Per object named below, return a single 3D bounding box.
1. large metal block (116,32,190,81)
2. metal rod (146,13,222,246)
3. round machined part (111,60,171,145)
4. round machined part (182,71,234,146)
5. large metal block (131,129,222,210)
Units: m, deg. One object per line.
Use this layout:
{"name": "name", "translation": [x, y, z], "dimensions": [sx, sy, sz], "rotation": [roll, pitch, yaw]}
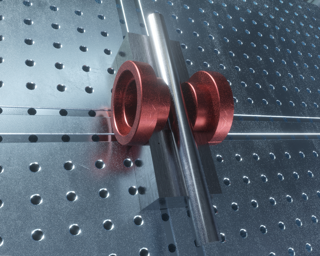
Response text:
{"name": "large metal block", "translation": [-0.011, -0.081, 0.435], "dimensions": [0.081, 0.050, 0.080], "rotation": [2, 61, -27]}
{"name": "metal rod", "translation": [0.021, -0.019, 0.367], "dimensions": [0.025, 0.025, 0.299], "rotation": [3, 61, -27]}
{"name": "round machined part", "translation": [-0.022, -0.028, 0.365], "dimensions": [0.042, 0.097, 0.098], "rotation": [2, 61, -27]}
{"name": "round machined part", "translation": [0.049, -0.025, 0.403], "dimensions": [0.042, 0.097, 0.098], "rotation": [-1, 62, -23]}
{"name": "large metal block", "translation": [0.017, 0.049, 0.371], "dimensions": [0.081, 0.050, 0.080], "rotation": [3, 61, -27]}
